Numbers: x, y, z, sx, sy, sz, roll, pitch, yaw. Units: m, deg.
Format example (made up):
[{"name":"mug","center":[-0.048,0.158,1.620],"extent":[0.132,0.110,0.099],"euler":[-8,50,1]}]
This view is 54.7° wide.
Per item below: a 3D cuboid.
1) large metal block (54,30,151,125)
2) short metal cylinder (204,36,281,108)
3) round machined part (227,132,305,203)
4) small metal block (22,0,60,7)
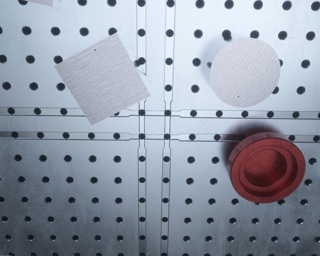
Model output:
[{"name":"large metal block","center":[-0.065,-0.062,0.376],"extent":[0.080,0.050,0.080],"euler":[-26,108,9]},{"name":"short metal cylinder","center":[0.097,-0.070,0.376],"extent":[0.081,0.050,0.079],"euler":[0,110,-1]},{"name":"round machined part","center":[0.141,0.051,0.425],"extent":[0.099,0.042,0.097],"euler":[0,110,-1]},{"name":"small metal block","center":[-0.140,-0.168,0.349],"extent":[0.050,0.025,0.050],"euler":[11,110,-5]}]
